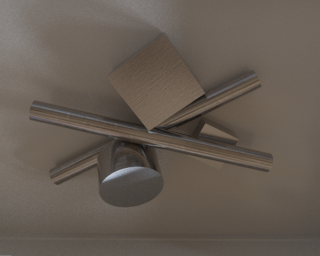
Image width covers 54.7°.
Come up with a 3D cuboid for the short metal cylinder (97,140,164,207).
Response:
[{"bbox_3d":[-0.040,0.058,0.402,0.081,0.050,0.079,-8,133,-9],"label":"short metal cylinder"}]

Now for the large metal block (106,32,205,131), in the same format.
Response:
[{"bbox_3d":[-0.004,-0.057,0.375,0.080,0.050,0.080,-34,107,11],"label":"large metal block"}]

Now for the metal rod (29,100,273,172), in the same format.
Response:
[{"bbox_3d":[-0.006,0.012,0.387,0.302,0.025,0.025,13,110,-5],"label":"metal rod"}]

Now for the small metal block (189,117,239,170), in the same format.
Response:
[{"bbox_3d":[0.069,0.021,0.417,0.050,0.025,0.050,25,108,-10],"label":"small metal block"}]

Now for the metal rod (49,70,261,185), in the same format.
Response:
[{"bbox_3d":[-0.013,0.003,0.410,0.301,0.025,0.025,-26,108,8],"label":"metal rod"}]
